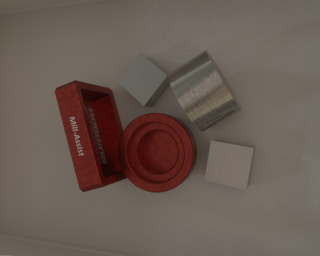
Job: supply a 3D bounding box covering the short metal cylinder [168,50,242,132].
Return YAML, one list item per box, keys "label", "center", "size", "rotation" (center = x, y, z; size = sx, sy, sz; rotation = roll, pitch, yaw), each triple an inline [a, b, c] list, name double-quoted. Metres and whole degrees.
- label: "short metal cylinder"
  center: [0.053, -0.043, 0.361]
  size: [0.050, 0.080, 0.080]
  rotation: [-31, 80, 17]

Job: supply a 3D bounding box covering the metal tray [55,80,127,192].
- label: "metal tray"
  center: [-0.081, 0.009, 0.401]
  size: [0.030, 0.090, 0.129]
  rotation: [-18, 84, 19]

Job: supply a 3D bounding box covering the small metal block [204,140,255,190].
- label: "small metal block"
  center: [0.085, 0.044, 0.378]
  size: [0.050, 0.025, 0.050]
  rotation: [10, 93, 20]

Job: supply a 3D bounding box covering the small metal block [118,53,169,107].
- label: "small metal block"
  center: [-0.019, -0.063, 0.414]
  size: [0.050, 0.025, 0.050]
  rotation: [42, 104, 16]

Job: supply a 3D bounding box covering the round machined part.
- label: "round machined part"
  center: [0.000, 0.030, 0.397]
  size: [0.098, 0.042, 0.097]
  rotation: [0, 90, 19]
